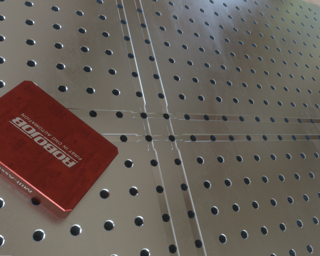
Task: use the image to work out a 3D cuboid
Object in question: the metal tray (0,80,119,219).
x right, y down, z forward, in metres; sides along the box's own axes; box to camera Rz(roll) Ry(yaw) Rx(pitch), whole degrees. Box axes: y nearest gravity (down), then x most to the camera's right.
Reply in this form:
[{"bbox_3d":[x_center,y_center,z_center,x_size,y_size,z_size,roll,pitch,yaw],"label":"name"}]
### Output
[{"bbox_3d":[-0.122,0.020,0.327,0.130,0.030,0.090,38,51,-3],"label":"metal tray"}]
